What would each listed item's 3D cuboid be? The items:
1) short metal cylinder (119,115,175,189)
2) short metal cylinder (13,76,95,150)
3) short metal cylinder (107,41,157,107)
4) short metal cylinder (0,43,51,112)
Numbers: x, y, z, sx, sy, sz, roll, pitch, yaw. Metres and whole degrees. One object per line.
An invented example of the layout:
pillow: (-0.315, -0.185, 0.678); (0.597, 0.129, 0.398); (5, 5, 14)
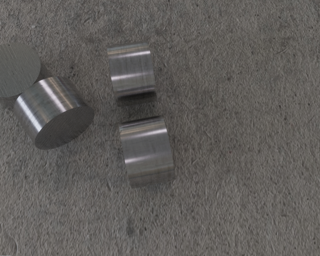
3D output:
short metal cylinder: (-0.016, 0.028, 0.368); (0.050, 0.080, 0.080); (-11, 71, -4)
short metal cylinder: (-0.130, -0.018, 0.384); (0.080, 0.080, 0.050); (-36, 74, -12)
short metal cylinder: (-0.036, -0.070, 0.404); (0.050, 0.080, 0.080); (-9, 70, -3)
short metal cylinder: (-0.193, -0.067, 0.418); (0.081, 0.050, 0.080); (0, 70, 0)
